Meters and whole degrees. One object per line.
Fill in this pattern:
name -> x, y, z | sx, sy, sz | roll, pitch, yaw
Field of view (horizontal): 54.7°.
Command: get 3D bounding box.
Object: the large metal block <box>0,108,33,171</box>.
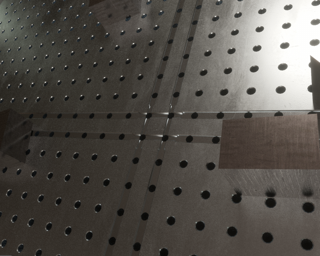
large metal block -> -0.268, 0.023, 0.515 | 0.080, 0.050, 0.080 | -17, 55, 18

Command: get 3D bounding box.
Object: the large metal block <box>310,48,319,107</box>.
large metal block -> 0.194, -0.037, 0.294 | 0.050, 0.080, 0.080 | -35, 52, 5

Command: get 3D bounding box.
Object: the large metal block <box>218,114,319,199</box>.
large metal block -> 0.108, 0.031, 0.297 | 0.080, 0.080, 0.050 | -3, 60, 26

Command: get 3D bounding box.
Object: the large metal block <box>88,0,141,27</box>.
large metal block -> -0.082, -0.249, 0.586 | 0.080, 0.050, 0.080 | -12, 57, 21
